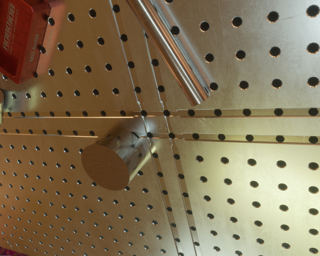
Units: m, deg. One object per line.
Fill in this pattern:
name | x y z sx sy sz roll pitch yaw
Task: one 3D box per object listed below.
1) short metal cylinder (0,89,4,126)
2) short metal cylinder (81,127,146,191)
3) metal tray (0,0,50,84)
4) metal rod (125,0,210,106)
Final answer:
short metal cylinder | -0.306 -0.035 0.516 0.080 0.080 0.050 30 128 9
short metal cylinder | -0.068 0.045 0.459 0.080 0.050 0.079 13 124 21
metal tray | -0.212 -0.137 0.434 0.090 0.030 0.129 36 129 3
metal rod | -0.033 -0.154 0.333 0.025 0.025 0.299 -24 106 37
